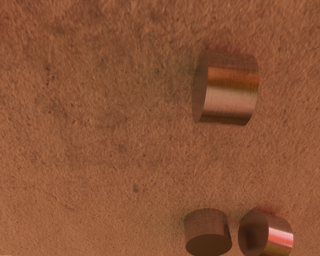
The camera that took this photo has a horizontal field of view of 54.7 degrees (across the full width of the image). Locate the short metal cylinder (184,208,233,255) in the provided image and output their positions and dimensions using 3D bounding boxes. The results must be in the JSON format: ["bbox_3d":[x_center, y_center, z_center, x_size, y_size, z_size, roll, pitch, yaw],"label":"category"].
[{"bbox_3d":[0.084,0.188,0.552,0.081,0.050,0.079,0,130,0],"label":"short metal cylinder"}]

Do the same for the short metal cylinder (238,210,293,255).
[{"bbox_3d":[0.180,0.187,0.533,0.050,0.080,0.079,20,127,-17],"label":"short metal cylinder"}]

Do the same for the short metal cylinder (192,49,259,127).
[{"bbox_3d":[0.067,-0.042,0.336,0.050,0.080,0.079,5,130,-4],"label":"short metal cylinder"}]
